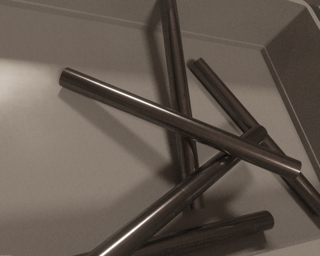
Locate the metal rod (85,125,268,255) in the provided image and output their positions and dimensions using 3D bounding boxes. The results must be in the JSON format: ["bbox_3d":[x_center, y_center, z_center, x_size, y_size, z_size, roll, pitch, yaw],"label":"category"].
[{"bbox_3d":[0.036,0.067,0.346,0.302,0.025,0.025,-30,79,-37],"label":"metal rod"}]

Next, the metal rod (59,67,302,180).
[{"bbox_3d":[0.021,-0.007,0.374,0.301,0.025,0.025,22,52,3],"label":"metal rod"}]

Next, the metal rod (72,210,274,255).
[{"bbox_3d":[0.010,0.127,0.334,0.303,0.025,0.025,-2,63,-30],"label":"metal rod"}]

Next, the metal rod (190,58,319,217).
[{"bbox_3d":[0.152,0.010,0.483,0.025,0.025,0.300,-33,80,-38],"label":"metal rod"}]

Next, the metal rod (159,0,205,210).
[{"bbox_3d":[0.026,-0.045,0.413,0.025,0.025,0.299,3,71,-27],"label":"metal rod"}]
